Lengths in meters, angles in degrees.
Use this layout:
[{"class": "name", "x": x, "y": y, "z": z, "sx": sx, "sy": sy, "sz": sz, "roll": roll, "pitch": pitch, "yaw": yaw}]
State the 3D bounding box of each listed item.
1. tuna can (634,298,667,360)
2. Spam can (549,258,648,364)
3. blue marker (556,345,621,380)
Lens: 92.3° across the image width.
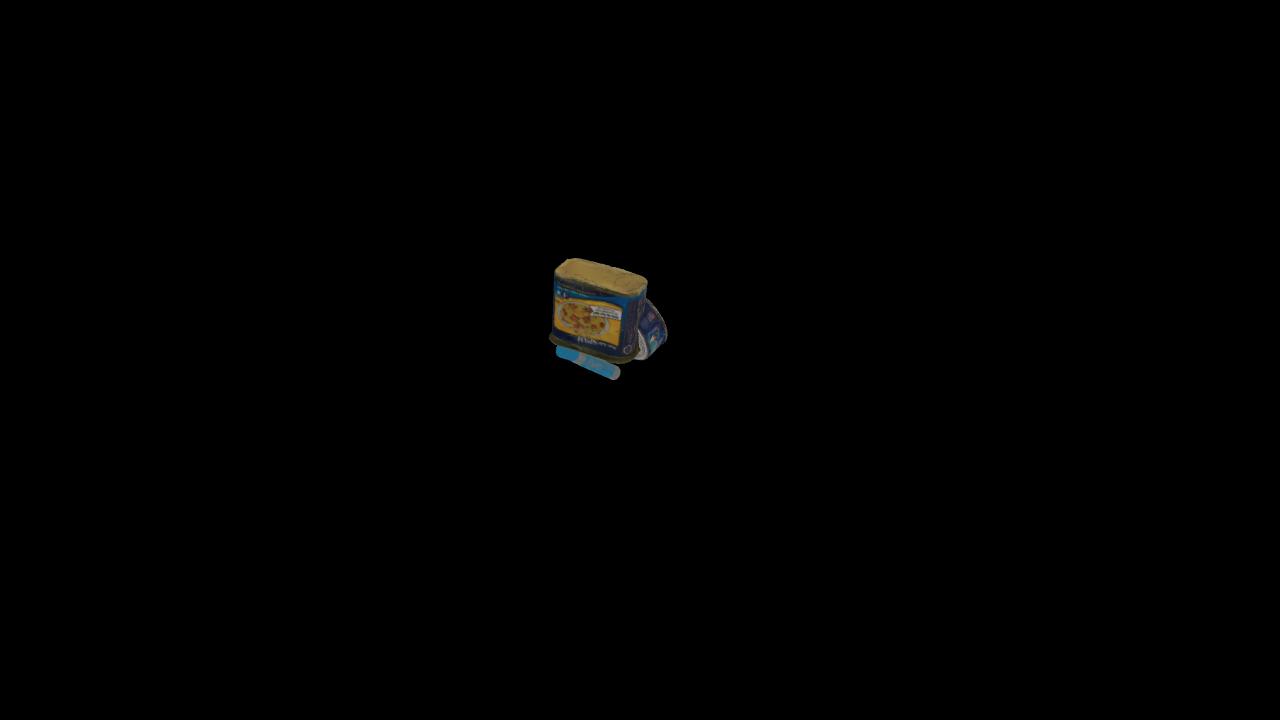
[{"class": "tuna can", "x": -0.011, "y": -0.040, "z": 0.690, "sx": 0.034, "sy": 0.084, "sz": 0.084, "roll": -44, "pitch": 22, "yaw": -25}, {"class": "Spam can", "x": -0.045, "y": -0.054, "z": 0.664, "sx": 0.101, "sy": 0.085, "sz": 0.058, "roll": 17, "pitch": 35, "yaw": 14}, {"class": "blue marker", "x": -0.060, "y": 0.002, "z": 0.725, "sx": 0.020, "sy": 0.020, "sz": 0.121, "roll": 0, "pitch": -14, "yaw": 29}]
